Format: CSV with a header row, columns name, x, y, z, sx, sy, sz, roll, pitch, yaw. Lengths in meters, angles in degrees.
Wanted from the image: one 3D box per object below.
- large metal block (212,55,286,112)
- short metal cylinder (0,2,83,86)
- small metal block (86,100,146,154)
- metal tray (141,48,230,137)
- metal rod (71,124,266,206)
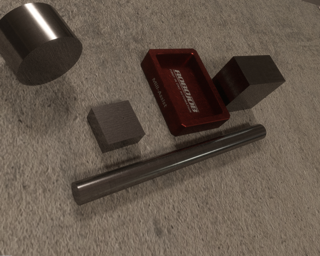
name,x,y,z,sx,sy,sz,roll,pitch,yaw
large metal block,0.130,-0.067,0.482,0.081,0.080,0.050,-10,67,-33
short metal cylinder,-0.137,-0.093,0.352,0.081,0.080,0.050,-31,79,-38
small metal block,-0.054,-0.002,0.377,0.050,0.025,0.050,-16,70,-35
metal tray,0.037,-0.057,0.456,0.091,0.030,0.130,-10,67,-33
metal rod,0.035,0.037,0.402,0.303,0.025,0.025,-14,69,-34
